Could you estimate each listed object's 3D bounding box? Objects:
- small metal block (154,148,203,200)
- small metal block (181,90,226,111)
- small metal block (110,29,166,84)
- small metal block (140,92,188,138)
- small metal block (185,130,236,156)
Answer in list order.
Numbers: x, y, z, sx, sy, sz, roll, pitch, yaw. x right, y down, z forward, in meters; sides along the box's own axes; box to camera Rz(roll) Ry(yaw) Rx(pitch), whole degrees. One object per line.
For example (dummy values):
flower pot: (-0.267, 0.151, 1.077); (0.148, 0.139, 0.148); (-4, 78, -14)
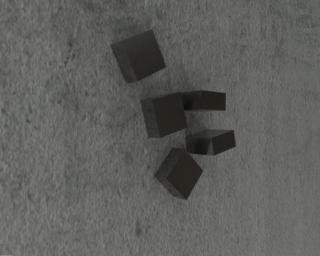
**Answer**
small metal block: (0.027, 0.063, 0.430); (0.050, 0.025, 0.050); (50, 60, -29)
small metal block: (0.057, -0.037, 0.439); (0.050, 0.050, 0.025); (0, 90, -40)
small metal block: (-0.026, -0.089, 0.385); (0.050, 0.025, 0.050); (-34, 111, -35)
small metal block: (0.006, -0.018, 0.412); (0.050, 0.025, 0.050); (-20, 103, -38)
small metal block: (0.074, 0.020, 0.453); (0.050, 0.050, 0.025); (-16, 101, -39)
